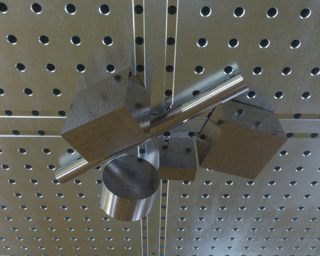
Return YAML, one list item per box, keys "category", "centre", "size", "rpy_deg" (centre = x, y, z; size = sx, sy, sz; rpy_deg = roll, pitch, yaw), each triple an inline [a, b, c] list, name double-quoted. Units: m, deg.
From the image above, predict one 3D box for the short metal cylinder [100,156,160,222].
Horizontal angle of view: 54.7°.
- category: "short metal cylinder"
  centre: [-0.045, 0.086, 0.448]
  size: [0.081, 0.080, 0.050]
  rpy_deg: [9, 130, -8]

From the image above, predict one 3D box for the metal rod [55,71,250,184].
- category: "metal rod"
  centre: [-0.025, 0.008, 0.418]
  size: [0.300, 0.025, 0.025]
  rpy_deg: [-27, 125, 21]

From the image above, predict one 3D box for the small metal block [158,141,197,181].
- category: "small metal block"
  centre: [0.023, 0.046, 0.435]
  size: [0.050, 0.050, 0.025]
  rpy_deg: [4, 130, -4]

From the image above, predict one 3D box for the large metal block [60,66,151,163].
- category: "large metal block"
  centre: [-0.059, -0.016, 0.362]
  size: [0.080, 0.080, 0.050]
  rpy_deg: [-22, 127, 17]

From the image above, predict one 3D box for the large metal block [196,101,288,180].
- category: "large metal block"
  centre: [0.103, 0.016, 0.407]
  size: [0.081, 0.050, 0.079]
  rpy_deg: [15, 129, -13]
